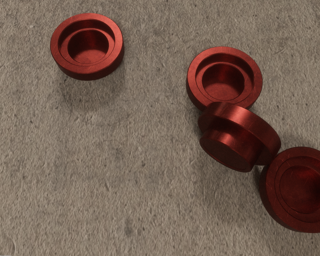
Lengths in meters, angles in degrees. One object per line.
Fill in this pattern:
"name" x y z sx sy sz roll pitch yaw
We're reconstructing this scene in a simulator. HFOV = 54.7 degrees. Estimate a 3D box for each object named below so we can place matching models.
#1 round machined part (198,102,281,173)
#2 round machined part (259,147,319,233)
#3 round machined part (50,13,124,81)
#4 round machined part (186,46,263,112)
"round machined part" 0.086 0.016 0.365 0.098 0.098 0.042 32 73 10
"round machined part" 0.167 0.074 0.372 0.099 0.042 0.098 1 73 -3
"round machined part" -0.099 -0.109 0.438 0.099 0.042 0.098 0 70 -1
"round machined part" 0.084 -0.058 0.421 0.099 0.042 0.098 0 70 -1
